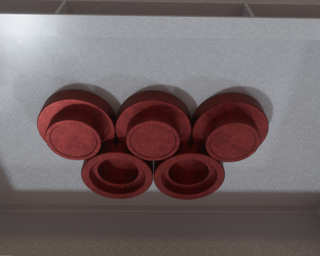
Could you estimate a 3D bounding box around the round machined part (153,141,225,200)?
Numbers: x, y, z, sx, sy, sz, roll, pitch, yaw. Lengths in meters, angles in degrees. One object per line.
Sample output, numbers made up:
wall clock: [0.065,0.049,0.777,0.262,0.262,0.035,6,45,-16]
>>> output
round machined part: [0.040,0.056,0.444,0.099,0.042,0.097,0,130,0]

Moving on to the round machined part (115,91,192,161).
round machined part: [-0.009,0.004,0.398,0.099,0.042,0.097,0,129,0]

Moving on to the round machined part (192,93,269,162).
round machined part: [0.091,0.007,0.401,0.099,0.042,0.097,0,129,0]

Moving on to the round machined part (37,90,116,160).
round machined part: [-0.107,0.003,0.396,0.099,0.042,0.097,-1,129,-1]

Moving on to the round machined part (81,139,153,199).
round machined part: [-0.058,0.055,0.441,0.099,0.042,0.097,0,130,0]
